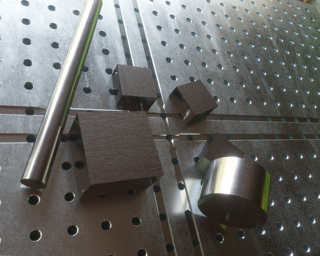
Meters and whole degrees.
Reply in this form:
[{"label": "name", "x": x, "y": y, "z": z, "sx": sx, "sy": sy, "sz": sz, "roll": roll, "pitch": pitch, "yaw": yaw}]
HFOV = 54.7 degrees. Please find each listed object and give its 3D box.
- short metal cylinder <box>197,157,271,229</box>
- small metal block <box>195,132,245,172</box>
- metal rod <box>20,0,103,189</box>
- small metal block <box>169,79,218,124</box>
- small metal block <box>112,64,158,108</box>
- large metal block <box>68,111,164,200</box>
[{"label": "short metal cylinder", "x": 0.091, "y": 0.079, "z": 0.375, "sx": 0.080, "sy": 0.080, "sz": 0.050, "roll": 30, "pitch": 52, "yaw": -10}, {"label": "small metal block", "x": 0.084, "y": 0.042, "z": 0.429, "sx": 0.050, "sy": 0.025, "sz": 0.050, "roll": 37, "pitch": 51, "yaw": -4}, {"label": "metal rod", "x": -0.113, "y": -0.069, "z": 0.390, "sx": 0.025, "sy": 0.025, "sz": 0.300, "roll": 18, "pitch": 54, "yaw": -18}, {"label": "small metal block", "x": 0.050, "y": -0.040, "z": 0.462, "sx": 0.050, "sy": 0.025, "sz": 0.050, "roll": -22, "pitch": 74, "yaw": -36}, {"label": "small metal block", "x": -0.035, "y": -0.057, "z": 0.425, "sx": 0.050, "sy": 0.025, "sz": 0.050, "roll": 2, "pitch": 61, "yaw": -28}, {"label": "large metal block", "x": -0.052, "y": 0.029, "z": 0.348, "sx": 0.081, "sy": 0.050, "sz": 0.080, "roll": -3, "pitch": 63, "yaw": -30}]
